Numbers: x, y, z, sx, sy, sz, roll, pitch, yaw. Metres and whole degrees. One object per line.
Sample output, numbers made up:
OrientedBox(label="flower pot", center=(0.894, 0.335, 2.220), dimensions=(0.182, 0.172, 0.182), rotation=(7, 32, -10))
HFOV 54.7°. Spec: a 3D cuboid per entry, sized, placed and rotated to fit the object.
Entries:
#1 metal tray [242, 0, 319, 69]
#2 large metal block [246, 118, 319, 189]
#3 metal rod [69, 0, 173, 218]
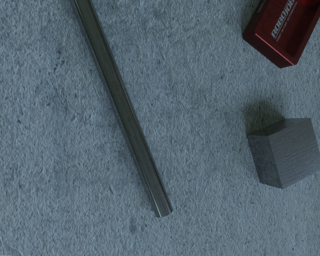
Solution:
OrientedBox(label="metal tray", center=(0.195, -0.170, 0.479), dimensions=(0.090, 0.030, 0.130), rotation=(32, 79, -18))
OrientedBox(label="large metal block", center=(0.188, 0.035, 0.467), dimensions=(0.081, 0.050, 0.080), rotation=(-20, 97, -19))
OrientedBox(label="metal rod", center=(-0.047, -0.026, 0.392), dimensions=(0.025, 0.025, 0.298), rotation=(-23, 98, -19))
